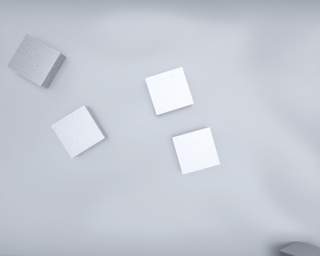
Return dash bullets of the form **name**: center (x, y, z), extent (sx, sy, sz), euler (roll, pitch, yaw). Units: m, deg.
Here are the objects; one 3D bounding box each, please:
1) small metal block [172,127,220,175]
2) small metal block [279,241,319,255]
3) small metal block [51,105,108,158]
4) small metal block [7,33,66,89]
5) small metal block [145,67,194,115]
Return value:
- **small metal block**: center (0.047, 0.029, 0.412), extent (0.050, 0.025, 0.050), euler (-16, 90, 0)
- **small metal block**: center (0.187, 0.168, 0.390), extent (0.050, 0.050, 0.025), euler (0, 90, -42)
- **small metal block**: center (-0.106, 0.005, 0.410), extent (0.050, 0.025, 0.050), euler (-32, 90, 0)
- **small metal block**: center (-0.162, -0.088, 0.410), extent (0.050, 0.025, 0.050), euler (30, 90, 0)
- **small metal block**: center (0.012, -0.048, 0.411), extent (0.050, 0.025, 0.050), euler (-18, 90, 0)
